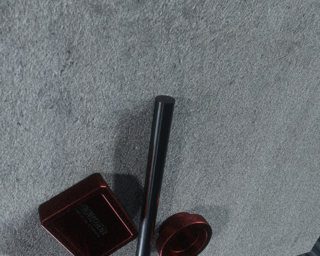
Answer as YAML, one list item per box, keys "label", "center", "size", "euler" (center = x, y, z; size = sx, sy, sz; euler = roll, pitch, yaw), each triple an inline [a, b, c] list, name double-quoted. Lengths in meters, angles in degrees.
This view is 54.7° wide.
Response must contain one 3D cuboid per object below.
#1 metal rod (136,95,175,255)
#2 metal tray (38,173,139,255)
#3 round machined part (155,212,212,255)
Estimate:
- label: "metal rod"
  center: [-0.012, 0.093, 0.459]
  size: [0.025, 0.025, 0.298]
  euler: [-7, 122, -25]
- label: "metal tray"
  center: [-0.094, 0.133, 0.435]
  size: [0.090, 0.030, 0.130]
  euler: [-31, 129, -9]
- label: "round machined part"
  center: [0.037, 0.184, 0.532]
  size: [0.099, 0.042, 0.097]
  euler: [-14, 125, -21]
